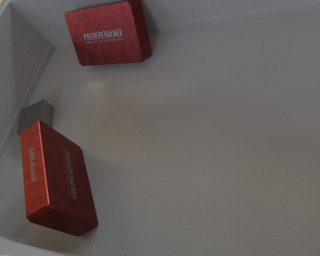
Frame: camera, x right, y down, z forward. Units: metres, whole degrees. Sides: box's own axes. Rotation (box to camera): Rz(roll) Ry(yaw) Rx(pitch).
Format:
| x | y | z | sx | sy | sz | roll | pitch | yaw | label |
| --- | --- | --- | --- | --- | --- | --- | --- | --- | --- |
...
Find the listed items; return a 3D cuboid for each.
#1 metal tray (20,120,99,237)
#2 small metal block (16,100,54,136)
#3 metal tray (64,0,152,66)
| x | y | z | sx | sy | sz | roll | pitch | yaw | label |
| --- | --- | --- | --- | --- | --- | --- | --- | --- | --- |
| -0.127 | 0.063 | 0.390 | 0.030 | 0.090 | 0.130 | -31 | 52 | 8 | metal tray |
| -0.209 | -0.013 | 0.521 | 0.050 | 0.025 | 0.050 | -19 | 54 | 16 | small metal block |
| -0.084 | -0.150 | 0.496 | 0.130 | 0.089 | 0.030 | 3 | 30 | 29 | metal tray |
